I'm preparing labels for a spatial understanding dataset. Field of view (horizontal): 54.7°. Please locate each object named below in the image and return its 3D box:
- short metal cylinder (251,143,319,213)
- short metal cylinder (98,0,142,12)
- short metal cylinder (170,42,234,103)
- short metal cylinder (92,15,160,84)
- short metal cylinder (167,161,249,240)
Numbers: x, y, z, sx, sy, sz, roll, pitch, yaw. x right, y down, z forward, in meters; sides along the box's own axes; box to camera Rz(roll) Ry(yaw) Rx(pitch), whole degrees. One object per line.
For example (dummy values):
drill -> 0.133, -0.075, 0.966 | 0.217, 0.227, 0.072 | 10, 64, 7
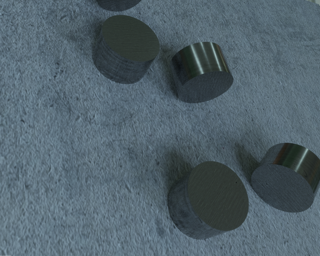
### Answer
short metal cylinder -> 0.173, 0.067, 0.420 | 0.080, 0.080, 0.050 | 46, 51, 3
short metal cylinder -> -0.064, -0.226, 0.472 | 0.081, 0.080, 0.050 | -12, 68, -33
short metal cylinder -> 0.059, -0.078, 0.448 | 0.081, 0.080, 0.050 | -1, 62, -29
short metal cylinder -> -0.047, -0.108, 0.428 | 0.081, 0.050, 0.080 | 14, 56, -21
short metal cylinder -> 0.056, 0.086, 0.365 | 0.081, 0.050, 0.080 | 14, 56, -21
